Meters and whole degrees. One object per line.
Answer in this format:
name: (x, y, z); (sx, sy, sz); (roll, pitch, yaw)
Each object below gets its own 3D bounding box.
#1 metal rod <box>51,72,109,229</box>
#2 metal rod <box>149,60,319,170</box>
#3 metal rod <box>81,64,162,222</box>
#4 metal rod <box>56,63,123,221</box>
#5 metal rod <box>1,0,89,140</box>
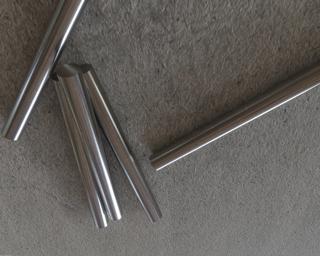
metal rod: (-0.107, 0.053, 0.450); (0.025, 0.025, 0.298); (-2, 130, 1)
metal rod: (0.111, -0.020, 0.391); (0.300, 0.025, 0.025); (-31, 124, 23)
metal rod: (-0.048, 0.043, 0.443); (0.025, 0.025, 0.299); (-12, 130, 10)
metal rod: (-0.085, 0.044, 0.425); (0.025, 0.025, 0.298); (-3, 136, 2)
metal rod: (-0.114, -0.089, 0.329); (0.025, 0.025, 0.298); (26, 125, -21)
